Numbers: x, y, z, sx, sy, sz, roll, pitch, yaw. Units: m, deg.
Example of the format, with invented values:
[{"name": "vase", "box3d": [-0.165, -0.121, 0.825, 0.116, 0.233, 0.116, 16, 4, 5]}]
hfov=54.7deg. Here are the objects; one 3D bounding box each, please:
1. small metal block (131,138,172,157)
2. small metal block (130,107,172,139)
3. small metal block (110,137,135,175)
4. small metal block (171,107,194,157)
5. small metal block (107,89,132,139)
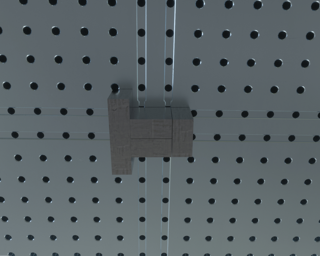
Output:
[{"name": "small metal block", "box3d": [-0.011, 0.016, 0.405, 0.050, 0.050, 0.025, 0, 110, -1]}, {"name": "small metal block", "box3d": [-0.011, -0.007, 0.396, 0.050, 0.050, 0.025, 0, 110, -1]}, {"name": "small metal block", "box3d": [-0.049, 0.028, 0.409, 0.025, 0.050, 0.050, 0, 110, 0]}, {"name": "small metal block", "box3d": [0.028, 0.004, 0.401, 0.025, 0.050, 0.050, 0, 110, 0]}, {"name": "small metal block", "box3d": [-0.049, -0.019, 0.392, 0.025, 0.050, 0.050, 0, 110, 0]}]
